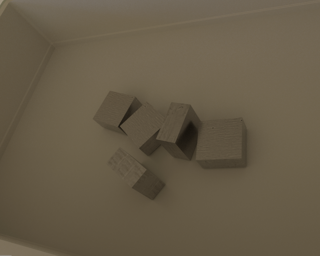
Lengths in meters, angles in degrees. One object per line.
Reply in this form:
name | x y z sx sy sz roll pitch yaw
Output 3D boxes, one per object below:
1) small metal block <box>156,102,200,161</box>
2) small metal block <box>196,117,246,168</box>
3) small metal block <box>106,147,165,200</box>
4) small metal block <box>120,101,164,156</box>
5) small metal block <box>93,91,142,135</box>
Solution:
small metal block | 0.025 0.005 0.370 0.025 0.050 0.050 10 67 31
small metal block | 0.071 0.018 0.354 0.050 0.025 0.050 -5 59 25
small metal block | -0.028 0.054 0.367 0.050 0.050 0.025 35 82 37
small metal block | -0.017 0.000 0.410 0.050 0.025 0.050 -43 51 -2
small metal block | -0.060 -0.022 0.446 0.050 0.025 0.050 16 70 34
